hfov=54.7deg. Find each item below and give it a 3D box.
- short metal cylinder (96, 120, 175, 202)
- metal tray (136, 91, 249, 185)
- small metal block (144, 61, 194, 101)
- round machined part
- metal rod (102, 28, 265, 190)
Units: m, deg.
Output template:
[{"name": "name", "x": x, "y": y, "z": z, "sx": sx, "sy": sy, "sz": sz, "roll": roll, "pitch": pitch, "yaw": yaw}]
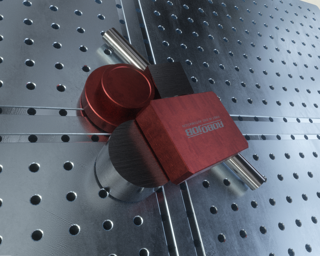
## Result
[{"name": "short metal cylinder", "x": -0.026, "y": 0.037, "z": 0.350, "sx": 0.081, "sy": 0.050, "sz": 0.080, "roll": 14, "pitch": 56, "yaw": -21}, {"name": "metal tray", "x": 0.044, "y": 0.005, "z": 0.371, "sx": 0.131, "sy": 0.030, "sz": 0.090, "roll": -14, "pitch": 69, "yaw": -47}, {"name": "small metal block", "x": 0.010, "y": -0.059, "z": 0.415, "sx": 0.050, "sy": 0.025, "sz": 0.050, "roll": -13, "pitch": 71, "yaw": -28}, {"name": "round machined part", "x": -0.046, "y": -0.043, "z": 0.393, "sx": 0.099, "sy": 0.042, "sz": 0.098, "roll": 13, "pitch": 57, "yaw": -20}, {"name": "metal rod", "x": 0.031, "y": -0.029, "z": 0.438, "sx": 0.300, "sy": 0.025, "sz": 0.025, "roll": 45, "pitch": 51, "yaw": 3}]
